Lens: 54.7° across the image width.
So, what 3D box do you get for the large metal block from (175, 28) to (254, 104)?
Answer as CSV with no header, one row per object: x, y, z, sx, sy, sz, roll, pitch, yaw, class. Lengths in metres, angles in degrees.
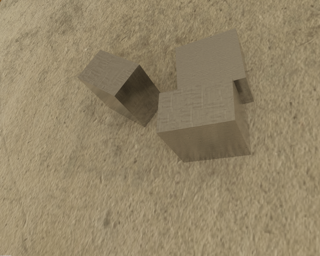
0.068,-0.069,0.394,0.080,0.050,0.080,-14,56,20,large metal block

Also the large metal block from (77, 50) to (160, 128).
-0.051,-0.054,0.427,0.080,0.080,0.050,28,77,37,large metal block

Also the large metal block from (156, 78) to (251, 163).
0.051,-0.004,0.344,0.080,0.080,0.050,-10,58,23,large metal block
